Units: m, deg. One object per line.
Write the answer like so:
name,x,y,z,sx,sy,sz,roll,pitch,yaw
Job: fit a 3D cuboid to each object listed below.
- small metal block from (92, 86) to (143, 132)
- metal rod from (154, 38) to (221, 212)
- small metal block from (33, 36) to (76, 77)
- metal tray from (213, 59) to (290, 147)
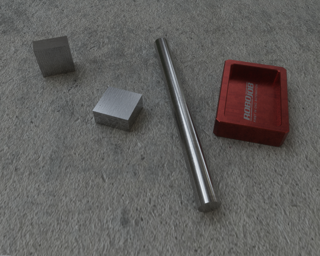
small metal block,-0.056,-0.026,0.425,0.050,0.025,0.050,15,52,12
metal rod,0.028,-0.028,0.427,0.025,0.025,0.300,-7,50,-7
small metal block,-0.162,-0.110,0.477,0.050,0.050,0.025,-13,52,-11
metal tray,0.129,-0.040,0.434,0.090,0.030,0.130,10,51,8
